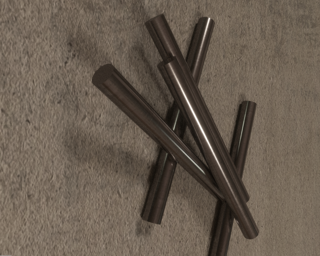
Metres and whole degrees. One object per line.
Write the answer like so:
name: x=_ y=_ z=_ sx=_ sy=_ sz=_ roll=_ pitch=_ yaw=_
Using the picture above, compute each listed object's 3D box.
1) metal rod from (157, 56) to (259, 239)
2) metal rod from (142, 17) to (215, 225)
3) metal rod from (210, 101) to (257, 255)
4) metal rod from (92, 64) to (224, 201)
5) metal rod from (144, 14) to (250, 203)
metal rod: x=0.074 y=0.042 z=0.421 sx=0.025 sy=0.025 sz=0.299 roll=-44 pitch=118 yaw=-31
metal rod: x=0.029 y=-0.019 z=0.431 sx=0.025 sy=0.025 sz=0.299 roll=27 pitch=73 yaw=-37
metal rod: x=0.118 y=0.099 z=0.506 sx=0.025 sy=0.025 sz=0.299 roll=24 pitch=75 yaw=-38
metal rod: x=0.023 y=0.028 z=0.387 sx=0.300 sy=0.025 sz=0.025 roll=45 pitch=62 yaw=-44
metal rod: x=0.060 y=-0.009 z=0.423 sx=0.025 sy=0.025 sz=0.299 roll=-44 pitch=117 yaw=-31
